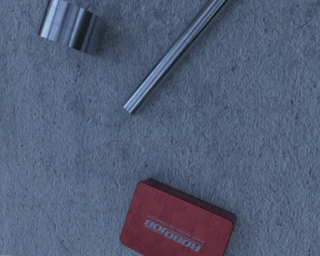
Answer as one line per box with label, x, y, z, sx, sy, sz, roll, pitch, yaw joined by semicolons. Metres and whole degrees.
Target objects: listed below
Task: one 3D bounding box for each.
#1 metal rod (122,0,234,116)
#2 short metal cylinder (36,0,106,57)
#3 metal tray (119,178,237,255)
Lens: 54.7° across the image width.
metal rod;0.054;-0.135;0.389;0.025;0.025;0.299;45;104;14
short metal cylinder;-0.120;-0.136;0.422;0.080;0.080;0.050;23;98;18
metal tray;0.021;0.130;0.399;0.130;0.030;0.089;20;97;18
